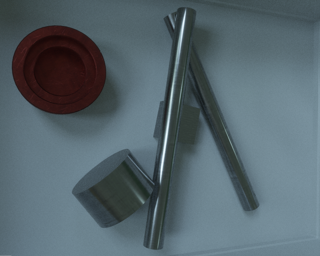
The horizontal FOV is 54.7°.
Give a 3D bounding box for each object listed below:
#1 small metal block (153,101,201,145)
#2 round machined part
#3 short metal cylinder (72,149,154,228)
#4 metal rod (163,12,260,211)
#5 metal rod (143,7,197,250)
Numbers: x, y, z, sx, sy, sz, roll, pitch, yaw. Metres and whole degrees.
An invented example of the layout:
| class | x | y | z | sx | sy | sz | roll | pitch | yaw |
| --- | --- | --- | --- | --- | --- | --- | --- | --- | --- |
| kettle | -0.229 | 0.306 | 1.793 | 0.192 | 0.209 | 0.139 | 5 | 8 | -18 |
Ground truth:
| class | x | y | z | sx | sy | sz | roll | pitch | yaw |
| --- | --- | --- | --- | --- | --- | --- | --- | --- | --- |
| small metal block | 0.023 | -0.007 | 0.420 | 0.050 | 0.025 | 0.050 | 13 | 86 | -20 |
| round machined part | -0.115 | -0.064 | 0.359 | 0.099 | 0.042 | 0.097 | 0 | 90 | -21 |
| short metal cylinder | -0.054 | 0.069 | 0.362 | 0.080 | 0.080 | 0.050 | -39 | 103 | -16 |
| metal rod | 0.076 | -0.018 | 0.440 | 0.025 | 0.025 | 0.299 | -27 | 99 | -18 |
| metal rod | 0.013 | -0.001 | 0.389 | 0.025 | 0.025 | 0.298 | 9 | 87 | -20 |
